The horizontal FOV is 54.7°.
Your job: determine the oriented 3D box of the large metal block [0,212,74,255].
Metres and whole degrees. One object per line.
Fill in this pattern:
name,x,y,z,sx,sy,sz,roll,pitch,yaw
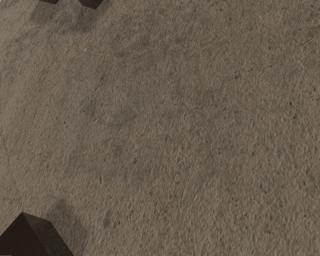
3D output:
large metal block,-0.159,0.162,0.369,0.080,0.050,0.080,35,81,38

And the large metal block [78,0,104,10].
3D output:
large metal block,-0.142,-0.303,0.627,0.050,0.080,0.080,32,79,37

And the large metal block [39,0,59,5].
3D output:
large metal block,-0.274,-0.340,0.718,0.080,0.080,0.050,27,77,37
